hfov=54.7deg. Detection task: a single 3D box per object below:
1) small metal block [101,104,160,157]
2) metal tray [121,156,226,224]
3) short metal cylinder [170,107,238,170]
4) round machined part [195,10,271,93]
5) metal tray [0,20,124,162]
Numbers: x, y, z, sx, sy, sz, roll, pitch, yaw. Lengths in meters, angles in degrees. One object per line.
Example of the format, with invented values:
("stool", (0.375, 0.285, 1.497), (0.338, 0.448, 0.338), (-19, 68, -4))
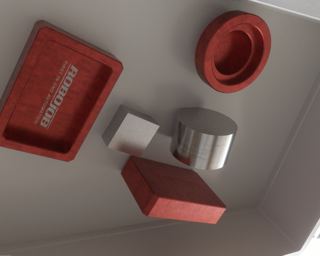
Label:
("small metal block", (-0.037, 0.004, 0.392), (0.050, 0.025, 0.050), (23, 106, -37))
("metal tray", (0.019, 0.087, 0.432), (0.131, 0.090, 0.030), (19, 108, -36))
("short metal cylinder", (0.057, 0.012, 0.414), (0.081, 0.080, 0.050), (-4, 120, -27))
("round machined part", (0.086, -0.096, 0.387), (0.099, 0.042, 0.097), (-14, 125, -21))
("metal tray", (-0.109, -0.033, 0.326), (0.091, 0.030, 0.129), (21, 107, -36))
